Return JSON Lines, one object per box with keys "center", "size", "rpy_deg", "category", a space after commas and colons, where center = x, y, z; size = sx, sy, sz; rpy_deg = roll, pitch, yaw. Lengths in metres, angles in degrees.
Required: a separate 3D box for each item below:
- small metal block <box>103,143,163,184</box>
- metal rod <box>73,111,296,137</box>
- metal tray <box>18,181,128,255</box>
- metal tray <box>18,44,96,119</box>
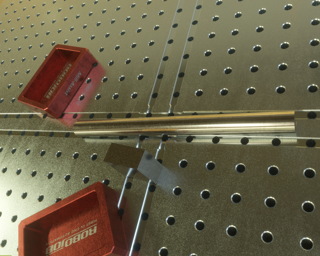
{"center": [-0.032, 0.044, 0.381], "size": [0.050, 0.050, 0.025], "rpy_deg": [9, 66, 31], "category": "small metal block"}
{"center": [0.012, -0.003, 0.402], "size": [0.301, 0.025, 0.025], "rpy_deg": [-2, 61, 27], "category": "metal rod"}
{"center": [-0.111, 0.134, 0.379], "size": [0.130, 0.030, 0.090], "rpy_deg": [-28, 52, 10], "category": "metal tray"}
{"center": [-0.183, -0.087, 0.551], "size": [0.090, 0.030, 0.130], "rpy_deg": [17, 70, 34], "category": "metal tray"}
